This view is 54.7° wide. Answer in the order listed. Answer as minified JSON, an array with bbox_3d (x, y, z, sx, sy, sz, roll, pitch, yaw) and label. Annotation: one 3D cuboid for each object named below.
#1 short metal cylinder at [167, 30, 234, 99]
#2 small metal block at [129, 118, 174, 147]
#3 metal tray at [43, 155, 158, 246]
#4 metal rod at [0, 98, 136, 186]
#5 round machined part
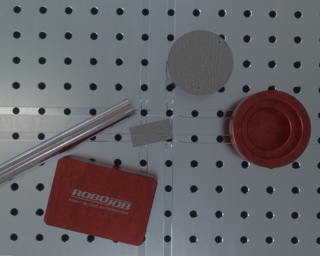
[{"bbox_3d":[0.049,-0.079,0.401,0.081,0.050,0.079,0,90,0],"label":"short metal cylinder"},{"bbox_3d":[-0.011,0.006,0.401,0.050,0.050,0.025,-13,90,0],"label":"small metal block"},{"bbox_3d":[-0.076,0.094,0.410,0.131,0.030,0.089,13,90,0],"label":"metal tray"},{"bbox_3d":[-0.171,0.041,0.411,0.301,0.025,0.025,-28,90,0],"label":"metal rod"},{"bbox_3d":[0.139,0.001,0.406,0.099,0.042,0.097,0,90,0],"label":"round machined part"}]
